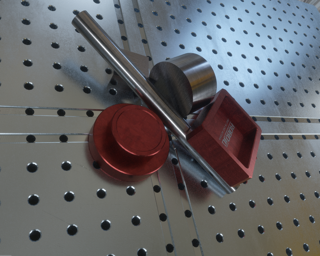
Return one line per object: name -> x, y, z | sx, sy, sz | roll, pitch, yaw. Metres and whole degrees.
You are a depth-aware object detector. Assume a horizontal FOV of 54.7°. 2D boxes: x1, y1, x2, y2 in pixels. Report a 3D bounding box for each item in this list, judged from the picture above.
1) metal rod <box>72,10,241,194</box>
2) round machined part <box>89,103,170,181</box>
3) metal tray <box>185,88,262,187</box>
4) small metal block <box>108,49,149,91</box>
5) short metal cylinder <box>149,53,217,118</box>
metal rod -> -0.001, -0.030, 0.405 | 0.300, 0.025, 0.025 | 48, 51, -5
round machined part -> -0.032, 0.011, 0.374 | 0.099, 0.042, 0.098 | 14, 56, -21
metal tray -> 0.093, 0.008, 0.425 | 0.090, 0.030, 0.131 | 46, 35, -6
small metal block -> -0.044, -0.080, 0.435 | 0.050, 0.025, 0.050 | 13, 56, -22
short metal cylinder -> 0.030, -0.058, 0.426 | 0.050, 0.080, 0.080 | -28, 78, -38
